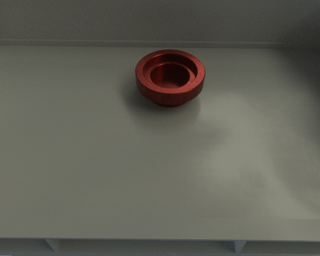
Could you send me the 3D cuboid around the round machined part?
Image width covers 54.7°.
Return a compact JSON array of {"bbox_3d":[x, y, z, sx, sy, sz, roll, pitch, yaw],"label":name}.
[{"bbox_3d":[0.015,-0.068,0.452,0.099,0.042,0.098,0,50,0],"label":"round machined part"}]
